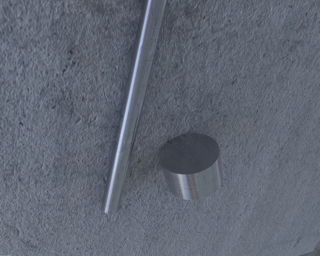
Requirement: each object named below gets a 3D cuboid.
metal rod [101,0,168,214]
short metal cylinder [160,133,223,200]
[{"bbox_3d":[-0.035,-0.018,0.376,0.025,0.025,0.298,0,118,-29],"label":"metal rod"},{"bbox_3d":[0.044,0.052,0.427,0.081,0.080,0.050,-25,128,-13],"label":"short metal cylinder"}]
